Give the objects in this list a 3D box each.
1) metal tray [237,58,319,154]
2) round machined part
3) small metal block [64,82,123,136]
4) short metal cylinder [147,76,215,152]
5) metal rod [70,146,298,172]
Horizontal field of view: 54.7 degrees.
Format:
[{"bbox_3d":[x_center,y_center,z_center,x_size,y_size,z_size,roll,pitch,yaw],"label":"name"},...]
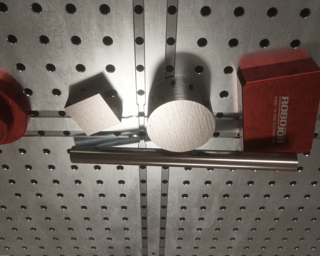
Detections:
[{"bbox_3d":[0.149,-0.018,0.395,0.090,0.030,0.129,-9,130,7],"label":"metal tray"},{"bbox_3d":[-0.218,-0.014,0.386,0.099,0.042,0.097,-1,130,0],"label":"round machined part"},{"bbox_3d":[-0.083,-0.023,0.391,0.050,0.025,0.050,-20,128,16],"label":"small metal block"},{"bbox_3d":[0.024,-0.016,0.382,0.081,0.050,0.079,0,130,0],"label":"short metal cylinder"},{"bbox_3d":[0.026,0.041,0.421,0.302,0.025,0.025,1,131,8],"label":"metal rod"}]
